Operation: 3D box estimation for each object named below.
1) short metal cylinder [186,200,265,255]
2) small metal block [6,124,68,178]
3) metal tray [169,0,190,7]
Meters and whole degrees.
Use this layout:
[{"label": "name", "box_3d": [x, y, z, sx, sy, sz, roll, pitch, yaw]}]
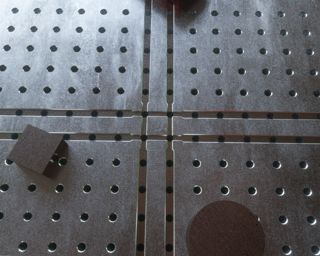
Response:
[{"label": "short metal cylinder", "box_3d": [0.072, 0.126, 0.353, 0.081, 0.050, 0.080, 0, 70, 0]}, {"label": "small metal block", "box_3d": [-0.157, 0.030, 0.400, 0.050, 0.025, 0.050, 22, 71, 8]}, {"label": "metal tray", "box_3d": [0.013, -0.266, 0.506, 0.130, 0.030, 0.090, 38, 74, 12]}]
